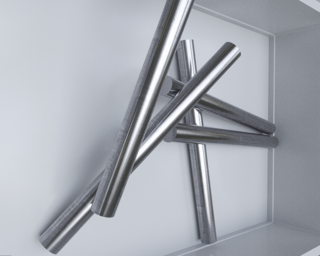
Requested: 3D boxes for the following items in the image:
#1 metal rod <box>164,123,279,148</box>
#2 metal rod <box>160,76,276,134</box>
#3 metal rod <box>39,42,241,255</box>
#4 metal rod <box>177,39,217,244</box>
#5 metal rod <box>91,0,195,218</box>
[{"bbox_3d":[0.112,0.016,0.479,0.302,0.025,0.025,6,86,-47],"label":"metal rod"},{"bbox_3d":[0.105,-0.024,0.473,0.302,0.025,0.025,14,81,-47],"label":"metal rod"},{"bbox_3d":[-0.013,0.012,0.345,0.300,0.025,0.025,-47,120,-12],"label":"metal rod"},{"bbox_3d":[0.055,0.024,0.454,0.025,0.025,0.298,-13,99,-40],"label":"metal rod"},{"bbox_3d":[-0.004,-0.057,0.298,0.025,0.025,0.298,18,95,-39],"label":"metal rod"}]
